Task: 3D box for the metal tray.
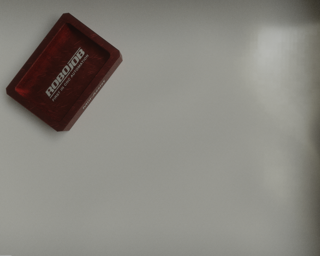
[{"bbox_3d":[-0.123,-0.071,0.408,0.090,0.030,0.130,37,90,0],"label":"metal tray"}]
